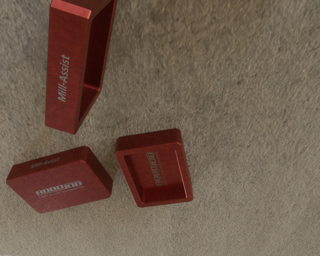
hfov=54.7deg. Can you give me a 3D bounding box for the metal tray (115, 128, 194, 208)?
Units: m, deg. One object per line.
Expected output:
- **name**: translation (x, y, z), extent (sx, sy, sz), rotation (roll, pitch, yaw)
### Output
- **metal tray**: translation (-0.004, 0.063, 0.457), extent (0.090, 0.030, 0.129), rotation (-9, 130, 7)

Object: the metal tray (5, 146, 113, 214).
- **metal tray**: translation (-0.150, 0.082, 0.471), extent (0.130, 0.030, 0.090), rotation (-16, 129, 12)

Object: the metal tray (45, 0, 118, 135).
- **metal tray**: translation (-0.076, -0.069, 0.302), extent (0.030, 0.090, 0.129), rotation (18, 129, -2)
